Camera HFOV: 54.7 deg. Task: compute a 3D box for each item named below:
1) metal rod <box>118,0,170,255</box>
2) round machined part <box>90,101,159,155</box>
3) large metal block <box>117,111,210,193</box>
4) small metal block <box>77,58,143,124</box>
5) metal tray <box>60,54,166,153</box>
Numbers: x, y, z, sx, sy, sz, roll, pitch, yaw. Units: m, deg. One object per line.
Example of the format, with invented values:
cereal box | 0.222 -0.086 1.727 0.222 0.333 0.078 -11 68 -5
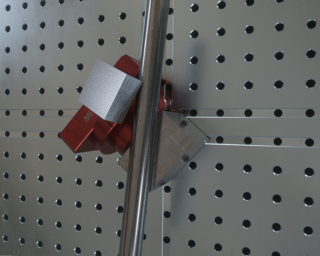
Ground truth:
metal rod | -0.018 0.011 0.333 0.025 0.025 0.298 7 92 19
round machined part | -0.035 -0.001 0.389 0.042 0.098 0.098 44 103 14
large metal block | 0.007 0.027 0.377 0.050 0.080 0.080 45 104 14
small metal block | -0.053 -0.039 0.326 0.050 0.025 0.050 33 99 36
metal tray | -0.057 -0.027 0.397 0.030 0.090 0.130 45 104 14
